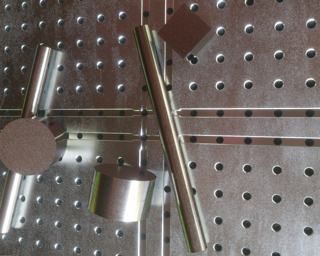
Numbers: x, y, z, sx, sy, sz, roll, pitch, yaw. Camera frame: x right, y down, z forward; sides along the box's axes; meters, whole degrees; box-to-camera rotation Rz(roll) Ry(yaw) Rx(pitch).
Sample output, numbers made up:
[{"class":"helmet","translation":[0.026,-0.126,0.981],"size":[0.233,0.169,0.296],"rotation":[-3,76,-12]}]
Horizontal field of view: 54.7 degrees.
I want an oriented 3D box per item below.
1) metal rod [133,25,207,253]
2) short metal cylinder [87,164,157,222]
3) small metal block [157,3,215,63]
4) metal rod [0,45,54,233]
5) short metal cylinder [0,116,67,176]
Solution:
[{"class":"metal rod","translation":[0.012,0.010,0.407],"size":[0.025,0.025,0.298],"rotation":[-16,85,19]},{"class":"short metal cylinder","translation":[-0.049,0.081,0.399],"size":[0.080,0.080,0.050],"rotation":[12,94,19]},{"class":"small metal block","translation":[0.034,-0.122,0.400],"size":[0.050,0.025,0.050],"rotation":[-46,76,14]},{"class":"metal rod","translation":[-0.214,0.020,0.485],"size":[0.025,0.025,0.298],"rotation":[17,96,19]},{"class":"short metal cylinder","translation":[-0.183,0.024,0.448],"size":[0.081,0.050,0.079],"rotation":[0,96,-1]}]
